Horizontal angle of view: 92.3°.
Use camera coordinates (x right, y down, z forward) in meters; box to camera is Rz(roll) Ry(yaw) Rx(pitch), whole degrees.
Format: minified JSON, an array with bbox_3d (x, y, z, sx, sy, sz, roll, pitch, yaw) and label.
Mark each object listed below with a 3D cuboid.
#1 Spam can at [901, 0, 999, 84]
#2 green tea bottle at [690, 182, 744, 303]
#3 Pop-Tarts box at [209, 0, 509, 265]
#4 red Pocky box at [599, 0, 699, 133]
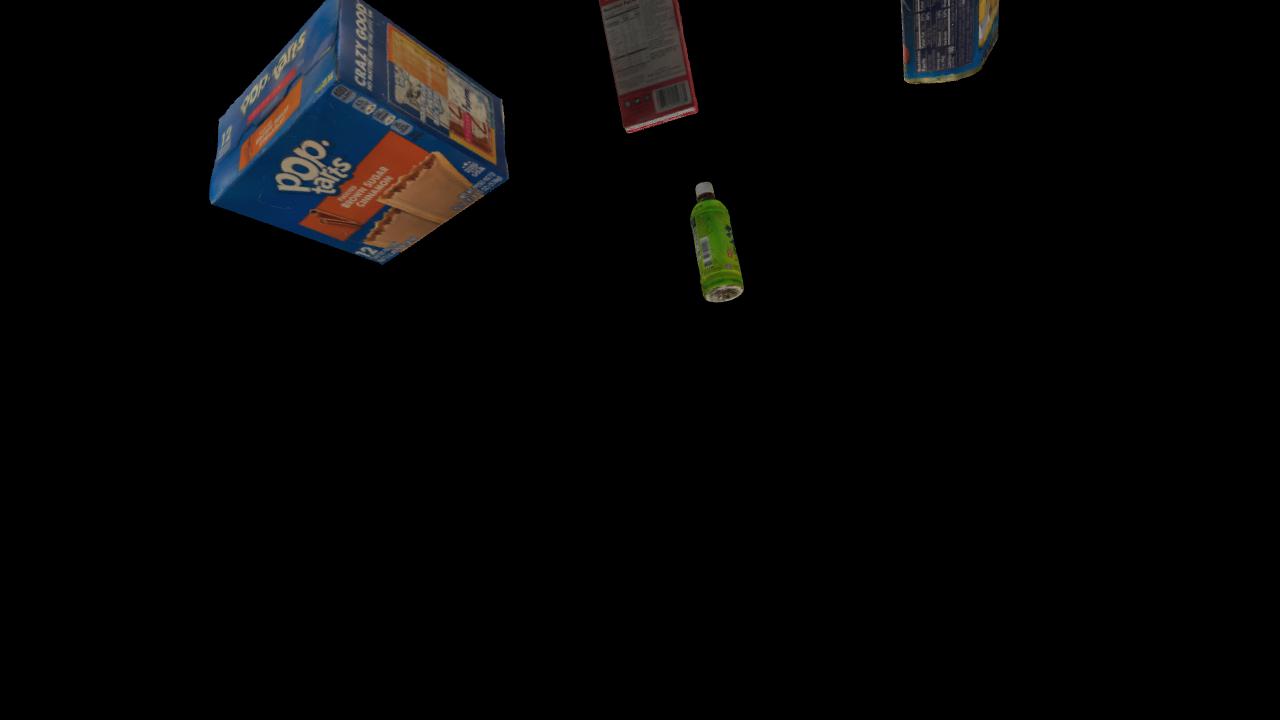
[{"bbox_3d":[0.228,-0.262,0.449,0.058,0.085,0.101,9,45,36],"label":"Spam can"},{"bbox_3d":[0.125,-0.206,1.048,0.073,0.212,0.073,-8,-16,-2],"label":"green tea bottle"},{"bbox_3d":[-0.210,-0.161,0.470,0.167,0.083,0.141,-23,-24,29],"label":"Pop-Tarts box"},{"bbox_3d":[0.009,-0.331,0.659,0.083,0.155,0.028,-10,1,17],"label":"red Pocky box"}]
